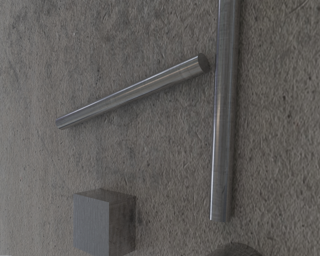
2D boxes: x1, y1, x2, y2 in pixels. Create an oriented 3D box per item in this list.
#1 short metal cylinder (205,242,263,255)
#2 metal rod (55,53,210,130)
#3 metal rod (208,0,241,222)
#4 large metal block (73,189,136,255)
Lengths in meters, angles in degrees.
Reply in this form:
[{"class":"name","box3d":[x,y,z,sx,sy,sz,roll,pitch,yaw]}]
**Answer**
[{"class":"short metal cylinder","box3d":[0.076,0.169,0.326,0.080,0.050,0.079,0,90,40]},{"class":"metal rod","box3d":[-0.061,-0.042,0.455,0.300,0.025,0.025,-17,80,38]},{"class":"metal rod","box3d":[0.073,-0.047,0.344,0.025,0.025,0.298,4,92,40]},{"class":"large metal block","box3d":[-0.083,0.138,0.457,0.080,0.050,0.079,1,91,40]}]
